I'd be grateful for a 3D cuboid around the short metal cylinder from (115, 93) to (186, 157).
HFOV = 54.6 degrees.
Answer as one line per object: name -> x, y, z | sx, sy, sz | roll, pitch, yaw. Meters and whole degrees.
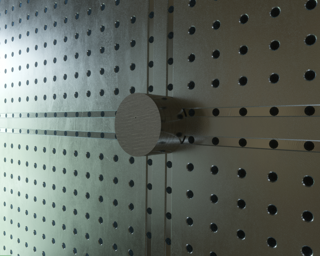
short metal cylinder -> -0.013, -0.004, 0.405 | 0.080, 0.050, 0.080 | 0, 90, 40
